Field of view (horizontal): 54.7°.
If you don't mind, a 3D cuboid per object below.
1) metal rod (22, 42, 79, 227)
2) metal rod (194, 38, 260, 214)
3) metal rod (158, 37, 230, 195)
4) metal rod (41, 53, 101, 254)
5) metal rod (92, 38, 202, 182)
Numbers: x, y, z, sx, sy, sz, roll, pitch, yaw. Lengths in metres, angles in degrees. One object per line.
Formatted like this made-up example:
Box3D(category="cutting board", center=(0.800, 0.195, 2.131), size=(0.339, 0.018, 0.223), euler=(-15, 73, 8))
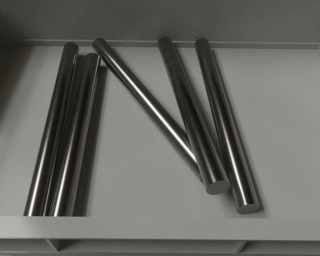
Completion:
Box3D(category="metal rod", center=(-0.138, -0.017, 0.417), size=(0.025, 0.025, 0.300), euler=(-2, 50, -2))
Box3D(category="metal rod", center=(0.083, -0.027, 0.428), size=(0.025, 0.025, 0.300), euler=(-3, 50, -3))
Box3D(category="metal rod", center=(0.034, -0.042, 0.420), size=(0.025, 0.025, 0.300), euler=(-7, 44, -7))
Box3D(category="metal rod", center=(-0.105, 0.004, 0.399), size=(0.025, 0.025, 0.300), euler=(0, 50, -1))
Box3D(category="metal rod", center=(-0.023, -0.043, 0.440), size=(0.025, 0.025, 0.300), euler=(-26, 55, -20))
